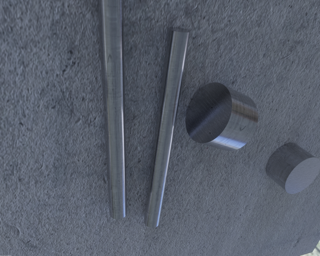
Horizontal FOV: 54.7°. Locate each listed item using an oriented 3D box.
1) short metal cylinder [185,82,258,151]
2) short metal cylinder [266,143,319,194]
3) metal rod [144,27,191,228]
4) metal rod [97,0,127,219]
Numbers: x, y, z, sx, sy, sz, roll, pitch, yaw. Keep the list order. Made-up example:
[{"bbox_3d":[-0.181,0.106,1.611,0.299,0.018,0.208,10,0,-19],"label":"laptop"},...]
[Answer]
[{"bbox_3d":[0.079,-0.014,0.406,0.050,0.080,0.080,17,109,-35],"label":"short metal cylinder"},{"bbox_3d":[0.244,0.074,0.569,0.081,0.050,0.079,-14,124,-21],"label":"short metal cylinder"},{"bbox_3d":[0.005,0.019,0.420,0.025,0.025,0.298,-7,122,-25],"label":"metal rod"},{"bbox_3d":[-0.054,-0.005,0.373,0.025,0.025,0.298,-11,123,-22],"label":"metal rod"}]
